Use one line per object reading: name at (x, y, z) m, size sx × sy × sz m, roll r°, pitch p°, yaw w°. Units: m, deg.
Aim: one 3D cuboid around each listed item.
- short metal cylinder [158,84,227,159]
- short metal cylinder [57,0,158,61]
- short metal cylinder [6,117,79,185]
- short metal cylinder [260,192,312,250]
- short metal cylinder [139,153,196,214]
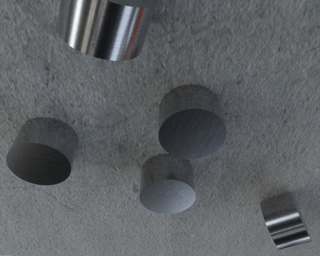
short metal cylinder at (0.038, -0.007, 0.386) m, size 0.081 × 0.050 × 0.079 m, roll 0°, pitch 130°, yaw 0°
short metal cylinder at (-0.048, -0.105, 0.281) m, size 0.081 × 0.080 × 0.050 m, roll 14°, pitch 129°, yaw -12°
short metal cylinder at (-0.155, 0.032, 0.416) m, size 0.081 × 0.050 × 0.079 m, roll 0°, pitch 130°, yaw 0°
short metal cylinder at (0.203, 0.149, 0.502) m, size 0.050 × 0.080 × 0.080 m, roll -25°, pitch 126°, yaw 19°
short metal cylinder at (0.011, 0.084, 0.463) m, size 0.081 × 0.050 × 0.079 m, roll 0°, pitch 130°, yaw 0°
